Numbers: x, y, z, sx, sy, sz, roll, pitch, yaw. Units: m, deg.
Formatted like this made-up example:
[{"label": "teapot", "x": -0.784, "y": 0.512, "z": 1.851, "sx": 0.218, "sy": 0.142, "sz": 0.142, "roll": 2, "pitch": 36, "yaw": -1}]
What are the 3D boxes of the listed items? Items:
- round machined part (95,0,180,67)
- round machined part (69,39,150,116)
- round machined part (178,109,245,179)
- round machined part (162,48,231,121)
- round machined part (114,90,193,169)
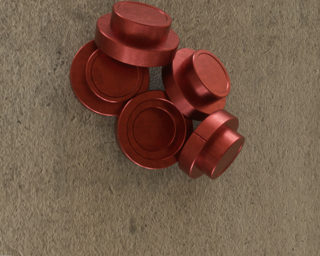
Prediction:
[{"label": "round machined part", "x": -0.024, "y": -0.115, "z": 0.362, "sx": 0.099, "sy": 0.098, "sz": 0.042, "roll": 1, "pitch": 132, "yaw": -20}, {"label": "round machined part", "x": -0.059, "y": -0.064, "z": 0.381, "sx": 0.099, "sy": 0.042, "sz": 0.097, "roll": 0, "pitch": 90, "yaw": -21}, {"label": "round machined part", "x": 0.072, "y": 0.028, "z": 0.400, "sx": 0.042, "sy": 0.098, "sz": 0.098, "roll": 38, "pitch": 74, "yaw": 26}, {"label": "round machined part", "x": 0.053, "y": -0.061, "z": 0.399, "sx": 0.099, "sy": 0.042, "sz": 0.098, "roll": 21, "pitch": 55, "yaw": -33}, {"label": "round machined part", "x": -0.010, "y": 0.002, "z": 0.398, "sx": 0.099, "sy": 0.042, "sz": 0.097, "roll": 0, "pitch": 90, "yaw": -21}]
